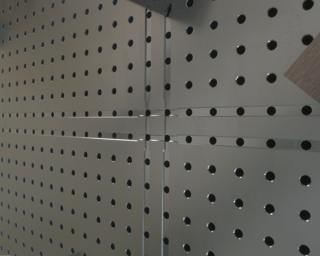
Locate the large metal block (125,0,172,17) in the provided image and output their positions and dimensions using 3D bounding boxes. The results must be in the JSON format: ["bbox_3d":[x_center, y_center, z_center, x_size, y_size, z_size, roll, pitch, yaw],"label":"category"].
[{"bbox_3d":[-0.020,-0.197,0.389,0.050,0.081,0.079,34,111,34],"label":"large metal block"}]

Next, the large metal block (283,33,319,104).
[{"bbox_3d":[0.168,-0.049,0.254,0.080,0.050,0.080,50,119,28],"label":"large metal block"}]
